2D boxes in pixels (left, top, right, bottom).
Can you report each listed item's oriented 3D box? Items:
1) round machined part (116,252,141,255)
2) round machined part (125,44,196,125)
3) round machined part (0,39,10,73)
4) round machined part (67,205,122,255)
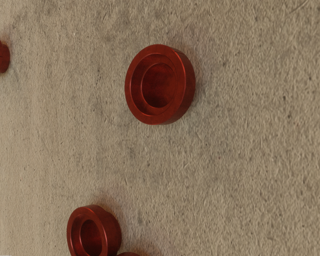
[{"bbox_3d":[-0.034,0.217,0.420,0.098,0.042,0.097,1,92,37],"label":"round machined part"},{"bbox_3d":[0.004,-0.052,0.390,0.098,0.042,0.097,0,90,40],"label":"round machined part"},{"bbox_3d":[-0.380,-0.161,0.708,0.098,0.042,0.097,0,90,40],"label":"round machined part"},{"bbox_3d":[-0.097,0.166,0.474,0.098,0.042,0.097,0,90,40],"label":"round machined part"}]
